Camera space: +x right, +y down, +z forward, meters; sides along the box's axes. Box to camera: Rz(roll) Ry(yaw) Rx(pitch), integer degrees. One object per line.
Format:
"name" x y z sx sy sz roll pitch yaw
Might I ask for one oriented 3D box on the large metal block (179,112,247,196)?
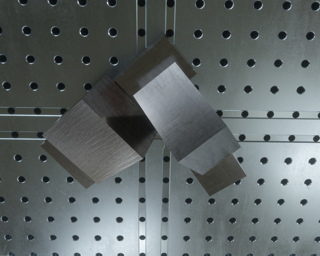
"large metal block" 0.058 0.024 0.392 0.050 0.080 0.080 -32 107 11

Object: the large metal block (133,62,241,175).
"large metal block" 0.029 -0.005 0.307 0.050 0.080 0.080 -38 64 8

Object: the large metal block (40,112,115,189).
"large metal block" -0.090 0.018 0.405 0.080 0.050 0.080 -38 106 12

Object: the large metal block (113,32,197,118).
"large metal block" -0.009 -0.063 0.359 0.080 0.080 0.050 -40 106 13

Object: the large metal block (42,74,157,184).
"large metal block" -0.062 0.004 0.331 0.080 0.050 0.080 -32 109 37
